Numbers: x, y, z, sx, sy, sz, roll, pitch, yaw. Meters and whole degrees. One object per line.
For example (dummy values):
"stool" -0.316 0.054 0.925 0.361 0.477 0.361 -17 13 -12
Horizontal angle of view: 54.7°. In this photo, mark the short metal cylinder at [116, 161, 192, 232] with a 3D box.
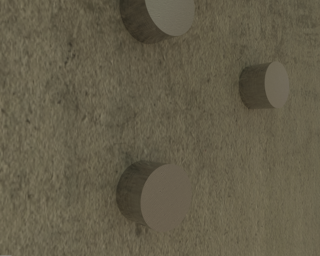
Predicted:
"short metal cylinder" -0.007 0.082 0.385 0.081 0.050 0.079 0 90 -40

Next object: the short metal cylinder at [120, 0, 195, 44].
"short metal cylinder" -0.003 -0.150 0.388 0.081 0.050 0.079 0 90 -40

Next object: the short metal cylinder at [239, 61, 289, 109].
"short metal cylinder" 0.184 -0.074 0.546 0.081 0.050 0.079 0 90 -40
